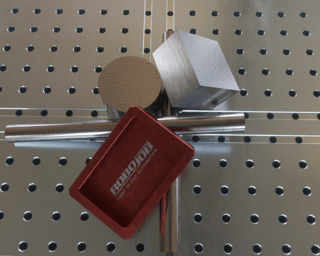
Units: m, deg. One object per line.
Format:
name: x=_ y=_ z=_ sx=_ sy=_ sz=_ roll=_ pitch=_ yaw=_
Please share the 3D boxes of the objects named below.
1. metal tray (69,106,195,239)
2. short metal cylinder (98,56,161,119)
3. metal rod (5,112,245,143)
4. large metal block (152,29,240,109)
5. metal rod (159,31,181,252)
metal tray: x=-0.032 y=0.050 z=0.363 sx=0.090 sy=0.030 sz=0.130 roll=38 pitch=95 yaw=6
short metal cylinder: x=-0.038 y=-0.049 z=0.415 sx=0.081 sy=0.050 sz=0.080 roll=0 pitch=70 yaw=0
metal rod: x=-0.048 y=0.000 z=0.394 sx=0.302 sy=0.025 sz=0.025 roll=-3 pitch=70 yaw=6
large metal block: x=0.047 y=-0.073 z=0.404 sx=0.081 sy=0.050 sz=0.080 roll=-1 pitch=64 yaw=-43
metal rod: x=0.014 y=0.003 z=0.410 sx=0.025 sy=0.025 sz=0.299 roll=1 pitch=70 yaw=0
